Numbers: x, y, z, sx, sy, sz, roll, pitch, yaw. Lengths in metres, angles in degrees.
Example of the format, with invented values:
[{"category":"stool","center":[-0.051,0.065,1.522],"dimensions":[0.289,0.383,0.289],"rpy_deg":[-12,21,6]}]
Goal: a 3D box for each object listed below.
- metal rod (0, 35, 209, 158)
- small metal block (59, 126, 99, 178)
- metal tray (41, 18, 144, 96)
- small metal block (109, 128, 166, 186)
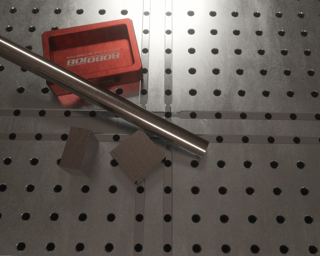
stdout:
[{"category":"metal rod","center":[-0.076,-0.040,0.401],"dimensions":[0.301,0.025,0.025],"rpy_deg":[27,72,-1]},{"category":"small metal block","center":[-0.099,0.031,0.386],"dimensions":[0.025,0.050,0.050],"rpy_deg":[10,70,3]},{"category":"metal tray","center":[-0.096,-0.103,0.445],"dimensions":[0.131,0.030,0.090],"rpy_deg":[-11,70,-5]},{"category":"small metal block","center":[-0.028,0.037,0.398],"dimensions":[0.050,0.025,0.050],"rpy_deg":[-39,75,-13]}]
